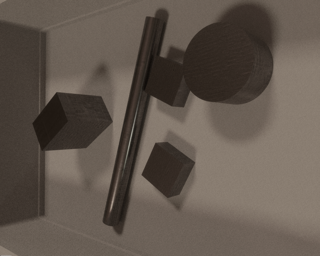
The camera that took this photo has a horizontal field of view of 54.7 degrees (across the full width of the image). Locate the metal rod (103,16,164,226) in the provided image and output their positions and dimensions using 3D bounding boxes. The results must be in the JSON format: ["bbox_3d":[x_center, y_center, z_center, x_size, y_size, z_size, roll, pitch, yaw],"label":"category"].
[{"bbox_3d":[-0.040,-0.002,0.437,0.025,0.025,0.298,22,103,37],"label":"metal rod"}]

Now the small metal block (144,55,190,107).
[{"bbox_3d":[0.013,-0.059,0.394,0.050,0.025,0.050,31,109,35],"label":"small metal block"}]

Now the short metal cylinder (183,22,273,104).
[{"bbox_3d":[0.072,-0.066,0.330,0.080,0.050,0.079,0,90,39],"label":"short metal cylinder"}]

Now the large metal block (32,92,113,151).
[{"bbox_3d":[-0.135,-0.008,0.480,0.080,0.081,0.050,-40,66,32],"label":"large metal block"}]

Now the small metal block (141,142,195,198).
[{"bbox_3d":[0.010,0.052,0.397,0.050,0.025,0.050,36,112,34],"label":"small metal block"}]
